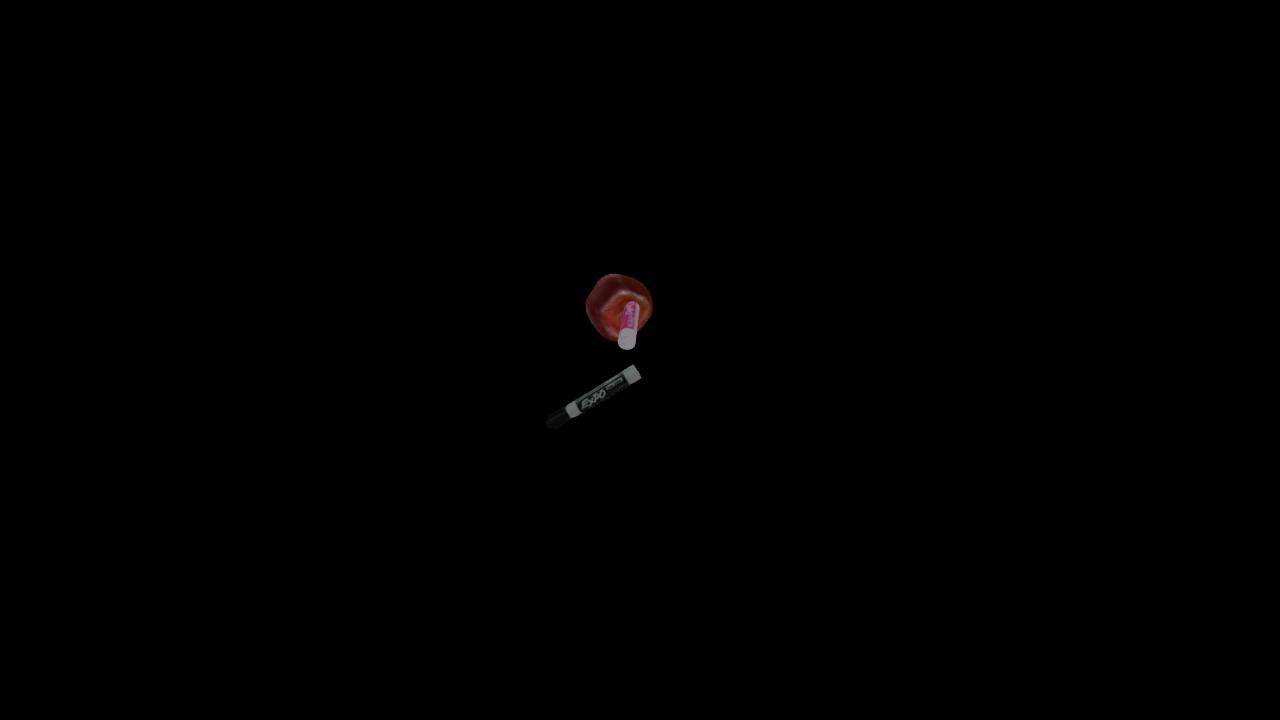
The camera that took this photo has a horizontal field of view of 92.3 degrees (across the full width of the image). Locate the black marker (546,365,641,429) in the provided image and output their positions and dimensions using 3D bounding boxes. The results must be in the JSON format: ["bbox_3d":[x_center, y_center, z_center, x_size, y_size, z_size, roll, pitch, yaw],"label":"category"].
[{"bbox_3d":[-0.054,0.044,0.703,0.121,0.020,0.020,-31,-1,2],"label":"black marker"}]

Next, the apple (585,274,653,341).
[{"bbox_3d":[-0.025,-0.063,0.725,0.079,0.079,0.093,0,23,-19],"label":"apple"}]

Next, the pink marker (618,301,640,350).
[{"bbox_3d":[-0.010,-0.052,0.684,0.020,0.020,0.121,0,34,5],"label":"pink marker"}]
